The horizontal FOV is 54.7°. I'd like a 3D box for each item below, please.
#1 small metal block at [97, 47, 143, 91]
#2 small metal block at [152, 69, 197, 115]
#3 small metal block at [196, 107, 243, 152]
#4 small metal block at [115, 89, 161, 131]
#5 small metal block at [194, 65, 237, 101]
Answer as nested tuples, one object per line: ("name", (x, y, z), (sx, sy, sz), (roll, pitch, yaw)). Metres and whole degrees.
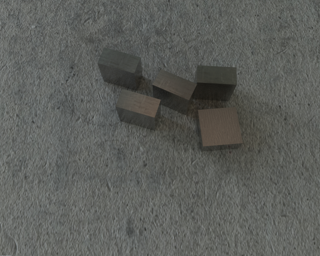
("small metal block", (-0.053, -0.079, 0.423), (0.050, 0.050, 0.025), (16, 71, 6))
("small metal block", (0.019, -0.046, 0.412), (0.050, 0.050, 0.025), (24, 72, 8))
("small metal block", (0.077, 0.002, 0.408), (0.050, 0.025, 0.050), (-5, 70, -2))
("small metal block", (-0.027, -0.022, 0.403), (0.050, 0.050, 0.025), (16, 71, 6))
("small metal block", (0.072, -0.059, 0.417), (0.050, 0.050, 0.025), (3, 70, 1))
